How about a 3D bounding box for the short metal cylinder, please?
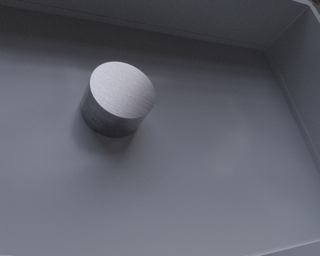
[{"bbox_3d":[-0.052,-0.034,0.382,0.081,0.050,0.080,13,56,-21],"label":"short metal cylinder"}]
